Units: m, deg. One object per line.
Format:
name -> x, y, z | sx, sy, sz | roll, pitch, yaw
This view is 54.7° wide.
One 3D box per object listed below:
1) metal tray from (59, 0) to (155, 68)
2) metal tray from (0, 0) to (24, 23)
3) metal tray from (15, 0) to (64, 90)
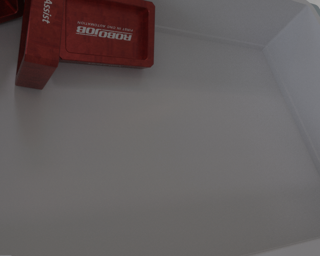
metal tray -> -0.072, -0.130, 0.414 | 0.131, 0.030, 0.089 | -1, 95, -29
metal tray -> -0.196, -0.165, 0.327 | 0.091, 0.129, 0.030 | -35, 79, -32
metal tray -> -0.131, -0.117, 0.339 | 0.030, 0.090, 0.129 | 8, 77, -29
